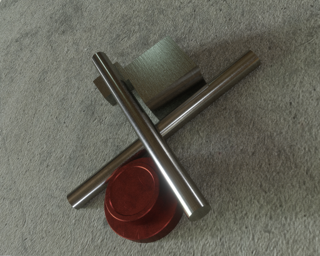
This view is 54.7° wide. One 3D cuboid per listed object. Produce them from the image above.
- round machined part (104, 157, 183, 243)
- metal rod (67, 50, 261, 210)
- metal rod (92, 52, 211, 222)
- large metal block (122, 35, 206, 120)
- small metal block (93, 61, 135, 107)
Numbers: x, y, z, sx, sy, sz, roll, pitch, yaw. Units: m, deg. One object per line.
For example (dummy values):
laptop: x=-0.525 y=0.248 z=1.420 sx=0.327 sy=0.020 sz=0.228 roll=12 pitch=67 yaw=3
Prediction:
round machined part: x=-0.023 y=0.078 z=0.357 sx=0.098 sy=0.042 sz=0.098 roll=-13 pitch=56 yaw=20
metal rod: x=0.004 y=0.003 z=0.402 sx=0.300 sy=0.025 sz=0.025 roll=-39 pitch=51 yaw=1
metal rod: x=-0.028 y=-0.013 z=0.394 sx=0.025 sy=0.025 sz=0.300 roll=-37 pitch=51 yaw=3
large metal block: x=0.007 y=-0.068 z=0.428 sx=0.080 sy=0.050 sz=0.080 roll=-36 pitch=51 yaw=4
small metal block: x=-0.070 y=-0.069 z=0.484 sx=0.050 sy=0.025 sz=0.050 roll=-40 pitch=51 yaw=0
